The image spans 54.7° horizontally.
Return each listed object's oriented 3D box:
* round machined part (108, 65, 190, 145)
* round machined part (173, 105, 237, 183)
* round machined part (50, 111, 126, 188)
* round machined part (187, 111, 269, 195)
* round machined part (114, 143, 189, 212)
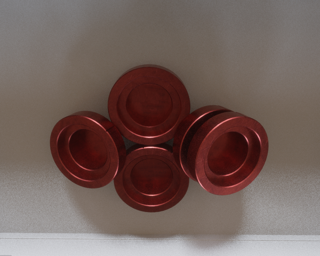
[{"bbox_3d":[-0.013,-0.031,0.388,0.099,0.042,0.097,0,110,0],"label":"round machined part"},{"bbox_3d":[0.061,0.017,0.396,0.099,0.042,0.097,-8,111,-21],"label":"round machined part"},{"bbox_3d":[-0.087,0.024,0.398,0.098,0.042,0.097,7,111,19],"label":"round machined part"},{"bbox_3d":[0.076,0.027,0.370,0.099,0.042,0.097,-8,112,-21],"label":"round machined part"},{"bbox_3d":[-0.011,0.062,0.422,0.099,0.042,0.097,0,110,0],"label":"round machined part"}]
